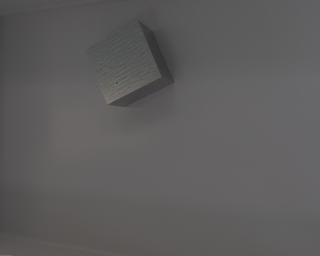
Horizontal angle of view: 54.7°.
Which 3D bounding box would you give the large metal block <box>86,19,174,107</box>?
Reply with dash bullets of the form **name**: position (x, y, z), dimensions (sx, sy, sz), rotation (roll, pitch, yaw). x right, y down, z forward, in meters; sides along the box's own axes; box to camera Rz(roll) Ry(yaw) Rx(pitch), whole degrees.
- **large metal block**: position (-0.039, -0.082, 0.411), dimensions (0.080, 0.050, 0.080), rotation (-25, 82, 18)
